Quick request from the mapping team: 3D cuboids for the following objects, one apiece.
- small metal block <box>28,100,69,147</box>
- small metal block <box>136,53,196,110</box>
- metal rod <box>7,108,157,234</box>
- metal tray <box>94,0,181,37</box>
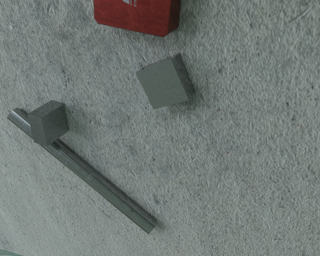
[{"bbox_3d":[-0.169,-0.008,0.472,0.025,0.050,0.050,15,124,20],"label":"small metal block"},{"bbox_3d":[0.007,-0.055,0.368,0.050,0.025,0.050,-13,112,33],"label":"small metal block"},{"bbox_3d":[-0.129,0.071,0.515,0.300,0.025,0.025,39,129,1],"label":"metal rod"},{"bbox_3d":[-0.023,-0.166,0.311,0.090,0.030,0.129,17,125,18],"label":"metal tray"}]
